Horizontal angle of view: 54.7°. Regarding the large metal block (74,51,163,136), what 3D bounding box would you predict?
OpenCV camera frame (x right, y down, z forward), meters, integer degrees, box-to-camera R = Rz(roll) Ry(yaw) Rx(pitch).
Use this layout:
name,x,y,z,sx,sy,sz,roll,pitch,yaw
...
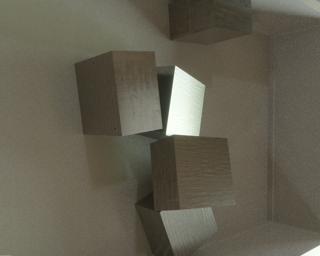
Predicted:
name,x,y,z,sx,sy,sz,roll,pitch,yaw
large metal block,-0.046,-0.035,0.333,0.050,0.080,0.079,-10,97,-40

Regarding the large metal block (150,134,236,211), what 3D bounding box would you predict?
name,x,y,z,sx,sy,sz,roll,pitch,yaw
large metal block,0.038,0.054,0.368,0.081,0.050,0.080,5,73,-32

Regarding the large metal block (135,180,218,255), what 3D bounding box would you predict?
name,x,y,z,sx,sy,sz,roll,pitch,yaw
large metal block,0.024,0.119,0.413,0.081,0.050,0.080,-29,108,-37

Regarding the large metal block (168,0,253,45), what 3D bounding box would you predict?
name,x,y,z,sx,sy,sz,roll,pitch,yaw
large metal block,0.070,-0.152,0.431,0.081,0.080,0.050,-7,95,-40

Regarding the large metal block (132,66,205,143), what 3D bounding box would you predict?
name,x,y,z,sx,sy,sz,roll,pitch,yaw
large metal block,0.013,-0.026,0.390,0.080,0.050,0.080,18,78,-56
